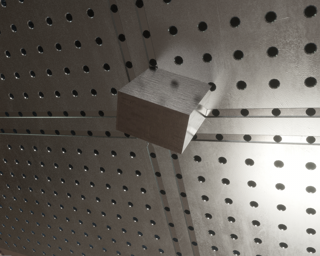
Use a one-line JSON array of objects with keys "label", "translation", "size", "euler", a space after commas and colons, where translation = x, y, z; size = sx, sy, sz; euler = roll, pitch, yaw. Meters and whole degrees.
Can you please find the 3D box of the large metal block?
[{"label": "large metal block", "translation": [0.006, -0.024, 0.356], "size": [0.080, 0.080, 0.050], "euler": [20, 126, 16]}]
